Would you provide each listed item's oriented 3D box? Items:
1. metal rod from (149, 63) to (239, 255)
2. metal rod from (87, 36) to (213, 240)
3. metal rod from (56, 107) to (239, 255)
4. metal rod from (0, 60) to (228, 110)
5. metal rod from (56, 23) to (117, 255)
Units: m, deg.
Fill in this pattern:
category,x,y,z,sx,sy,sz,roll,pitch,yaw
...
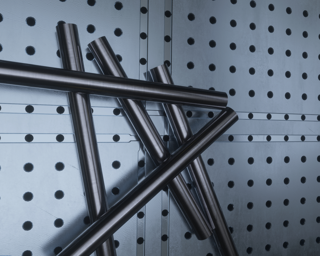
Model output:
category,x,y,z,sx,sy,sz,roll,pitch,yaw
metal rod,0.051,0.056,0.433,0.025,0.025,0.298,-24,98,-19
metal rod,-0.008,0.021,0.410,0.025,0.025,0.299,-32,101,-17
metal rod,-0.013,0.074,0.382,0.301,0.025,0.025,-40,103,-16
metal rod,-0.056,-0.049,0.366,0.302,0.025,0.025,5,88,-20
metal rod,-0.089,0.025,0.380,0.025,0.025,0.298,-10,94,-20
